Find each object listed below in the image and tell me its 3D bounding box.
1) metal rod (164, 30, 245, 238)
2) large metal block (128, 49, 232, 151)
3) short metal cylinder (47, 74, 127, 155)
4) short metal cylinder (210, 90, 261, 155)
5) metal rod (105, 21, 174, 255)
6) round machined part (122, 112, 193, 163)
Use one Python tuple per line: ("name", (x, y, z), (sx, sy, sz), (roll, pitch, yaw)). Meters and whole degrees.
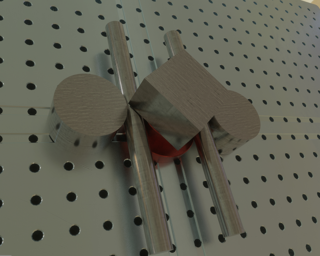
("metal rod", (0.051, -0.010, 0.415), (0.025, 0.025, 0.299), (0, 62, -28))
("large metal block", (0.025, -0.035, 0.366), (0.080, 0.050, 0.080), (44, 51, 2))
("short metal cylinder", (-0.084, -0.015, 0.356), (0.081, 0.050, 0.080), (14, 56, -21))
("short metal cylinder", (0.096, -0.008, 0.448), (0.081, 0.050, 0.080), (14, 56, -21))
("metal rod", (-0.031, -0.009, 0.369), (0.025, 0.025, 0.299), (0, 62, -28))
("round machined part", (0.003, -0.007, 0.404), (0.099, 0.042, 0.098), (14, 56, -21))
